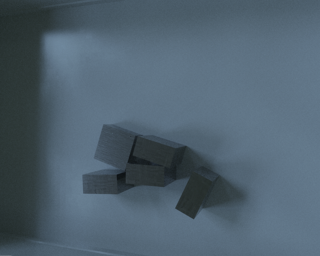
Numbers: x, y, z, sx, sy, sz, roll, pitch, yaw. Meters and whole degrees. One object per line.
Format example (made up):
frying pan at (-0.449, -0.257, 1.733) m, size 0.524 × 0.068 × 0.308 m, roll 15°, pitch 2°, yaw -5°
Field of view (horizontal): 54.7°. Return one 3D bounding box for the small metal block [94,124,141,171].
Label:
small metal block at (-0.058, 0.026, 0.430) m, size 0.050 × 0.025 × 0.050 m, roll 19°, pitch 96°, yaw 18°

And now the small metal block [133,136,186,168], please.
small metal block at (0.001, 0.029, 0.396) m, size 0.050 × 0.050 × 0.025 m, roll 17°, pitch 96°, yaw 19°

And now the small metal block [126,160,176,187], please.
small metal block at (-0.010, 0.057, 0.400) m, size 0.050 × 0.050 × 0.025 m, roll 2°, pitch 91°, yaw 19°

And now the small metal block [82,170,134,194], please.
small metal block at (-0.069, 0.072, 0.420) m, size 0.050 × 0.050 × 0.025 m, roll -3°, pitch 89°, yaw 19°

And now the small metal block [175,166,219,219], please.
small metal block at (0.047, 0.077, 0.380) m, size 0.025 × 0.050 × 0.050 m, roll 27°, pitch 99°, yaw 18°
